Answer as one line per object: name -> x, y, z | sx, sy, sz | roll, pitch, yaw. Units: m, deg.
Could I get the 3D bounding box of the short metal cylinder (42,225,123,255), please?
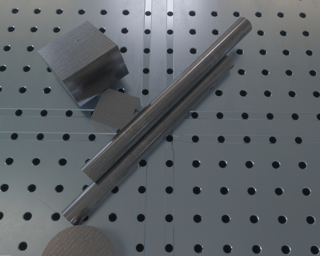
short metal cylinder -> -0.084, 0.150, 0.343 | 0.081, 0.050, 0.080 | 0, 70, 0

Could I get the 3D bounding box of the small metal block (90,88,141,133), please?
small metal block -> -0.059, -0.021, 0.419 | 0.050, 0.025, 0.050 | 18, 71, 6

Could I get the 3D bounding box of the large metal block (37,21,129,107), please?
large metal block -> -0.103, -0.088, 0.417 | 0.080, 0.050, 0.080 | -37, 55, -13

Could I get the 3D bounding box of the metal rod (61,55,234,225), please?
metal rod -> -0.006, 0.006, 0.409 | 0.025, 0.025, 0.301 | 41, 75, 13

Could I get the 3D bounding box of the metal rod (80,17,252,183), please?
metal rod -> 0.018, -0.046, 0.406 | 0.025, 0.025, 0.301 | 42, 75, 13
